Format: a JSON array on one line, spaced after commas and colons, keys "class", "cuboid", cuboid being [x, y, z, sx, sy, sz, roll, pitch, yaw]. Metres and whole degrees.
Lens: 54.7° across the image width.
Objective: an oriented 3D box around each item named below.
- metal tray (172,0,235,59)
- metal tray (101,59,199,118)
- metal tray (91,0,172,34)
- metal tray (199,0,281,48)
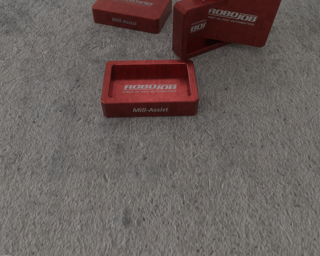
[{"class": "metal tray", "cuboid": [0.084, -0.172, 0.506, 0.131, 0.090, 0.030, -24, 54, -19]}, {"class": "metal tray", "cuboid": [-0.014, -0.059, 0.448, 0.131, 0.030, 0.090, -1, 50, -1]}, {"class": "metal tray", "cuboid": [-0.051, -0.226, 0.590, 0.131, 0.030, 0.090, 14, 51, 11]}, {"class": "metal tray", "cuboid": [0.116, -0.186, 0.499, 0.131, 0.089, 0.030, 11, 47, 5]}]
